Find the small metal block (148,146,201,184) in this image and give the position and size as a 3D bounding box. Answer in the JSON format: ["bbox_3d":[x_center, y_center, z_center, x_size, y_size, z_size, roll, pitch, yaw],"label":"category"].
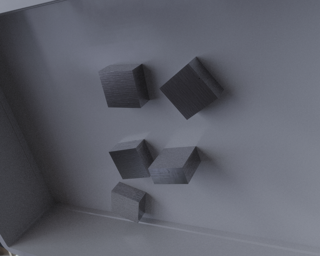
[{"bbox_3d":[0.020,0.049,0.412,0.050,0.050,0.025,-6,115,31],"label":"small metal block"}]

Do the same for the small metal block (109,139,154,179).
[{"bbox_3d":[-0.040,0.047,0.459,0.050,0.025,0.050,-10,113,32],"label":"small metal block"}]

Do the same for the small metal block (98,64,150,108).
[{"bbox_3d":[-0.046,-0.054,0.400,0.050,0.025,0.050,3,120,26],"label":"small metal block"}]

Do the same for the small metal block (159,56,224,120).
[{"bbox_3d":[0.037,-0.046,0.361,0.050,0.025,0.050,48,129,-6],"label":"small metal block"}]

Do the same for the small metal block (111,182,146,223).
[{"bbox_3d":[-0.052,0.123,0.513,0.050,0.025,0.050,18,126,18],"label":"small metal block"}]
